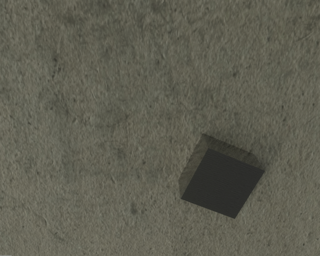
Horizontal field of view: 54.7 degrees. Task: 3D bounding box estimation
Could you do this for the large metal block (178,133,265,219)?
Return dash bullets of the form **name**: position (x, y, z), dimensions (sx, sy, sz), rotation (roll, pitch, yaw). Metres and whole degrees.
- **large metal block**: position (0.080, 0.065, 0.422), dimensions (0.080, 0.050, 0.079), rotation (22, 108, -9)
